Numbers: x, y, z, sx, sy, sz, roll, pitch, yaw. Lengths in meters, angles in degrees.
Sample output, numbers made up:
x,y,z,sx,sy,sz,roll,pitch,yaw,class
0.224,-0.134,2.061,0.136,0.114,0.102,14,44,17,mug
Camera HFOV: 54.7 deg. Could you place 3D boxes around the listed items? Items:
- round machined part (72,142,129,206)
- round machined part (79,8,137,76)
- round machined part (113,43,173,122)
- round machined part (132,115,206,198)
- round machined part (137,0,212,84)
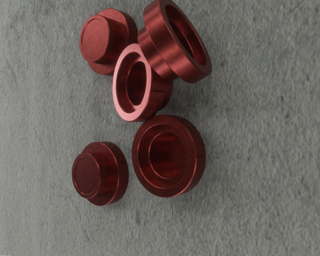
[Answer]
x,y,z,sx,sy,sz,roll,pitch,yaw,class
-0.097,0.070,0.471,0.098,0.042,0.097,0,90,39,round machined part
-0.082,-0.128,0.459,0.098,0.042,0.097,0,90,39,round machined part
-0.020,-0.056,0.398,0.098,0.042,0.097,-2,87,55,round machined part
0.015,0.033,0.380,0.098,0.042,0.097,0,90,39,round machined part
0.013,-0.091,0.342,0.042,0.099,0.098,-29,72,27,round machined part
